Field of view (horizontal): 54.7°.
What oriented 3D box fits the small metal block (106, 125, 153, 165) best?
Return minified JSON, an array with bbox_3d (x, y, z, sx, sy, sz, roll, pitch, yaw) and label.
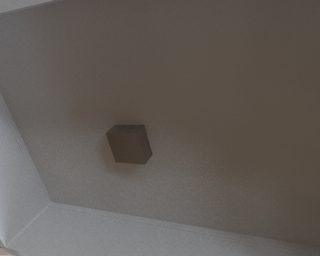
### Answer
[{"bbox_3d":[-0.044,0.023,0.444,0.050,0.025,0.050,1,119,27],"label":"small metal block"}]
